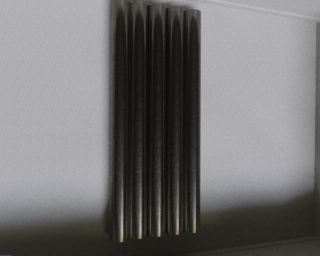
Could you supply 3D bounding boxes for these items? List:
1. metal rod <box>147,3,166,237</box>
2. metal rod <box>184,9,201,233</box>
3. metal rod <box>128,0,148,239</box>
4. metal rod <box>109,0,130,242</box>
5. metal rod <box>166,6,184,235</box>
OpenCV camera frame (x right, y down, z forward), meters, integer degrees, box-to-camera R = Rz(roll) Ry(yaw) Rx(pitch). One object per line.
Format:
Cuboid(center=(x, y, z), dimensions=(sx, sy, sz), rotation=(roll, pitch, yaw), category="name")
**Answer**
Cuboid(center=(-0.005, -0.010, 0.407), dimensions=(0.025, 0.025, 0.298), rotation=(0, 90, -20), category="metal rod")
Cuboid(center=(0.043, -0.009, 0.425), dimensions=(0.025, 0.025, 0.298), rotation=(0, 90, -20), category="metal rod")
Cuboid(center=(-0.029, -0.010, 0.399), dimensions=(0.025, 0.025, 0.298), rotation=(0, 90, -20), category="metal rod")
Cuboid(center=(-0.051, -0.010, 0.390), dimensions=(0.025, 0.025, 0.298), rotation=(0, 90, -20), category="metal rod")
Cuboid(center=(0.020, -0.010, 0.416), dimensions=(0.025, 0.025, 0.298), rotation=(0, 90, -20), category="metal rod")
